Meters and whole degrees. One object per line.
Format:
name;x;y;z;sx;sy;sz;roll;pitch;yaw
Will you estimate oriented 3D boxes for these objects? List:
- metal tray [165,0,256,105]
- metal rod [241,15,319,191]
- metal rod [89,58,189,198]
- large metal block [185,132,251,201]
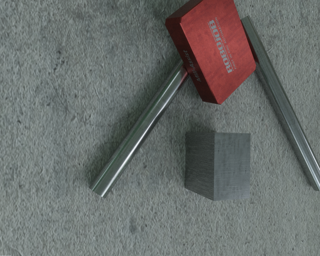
metal tray;0.072;-0.107;0.409;0.090;0.030;0.130;-44;123;-20
metal rod;0.192;-0.032;0.481;0.025;0.025;0.299;-33;101;-17
metal rod;0.005;-0.041;0.411;0.025;0.025;0.300;38;78;-17
large metal block;0.073;0.046;0.408;0.050;0.080;0.079;1;90;-20
